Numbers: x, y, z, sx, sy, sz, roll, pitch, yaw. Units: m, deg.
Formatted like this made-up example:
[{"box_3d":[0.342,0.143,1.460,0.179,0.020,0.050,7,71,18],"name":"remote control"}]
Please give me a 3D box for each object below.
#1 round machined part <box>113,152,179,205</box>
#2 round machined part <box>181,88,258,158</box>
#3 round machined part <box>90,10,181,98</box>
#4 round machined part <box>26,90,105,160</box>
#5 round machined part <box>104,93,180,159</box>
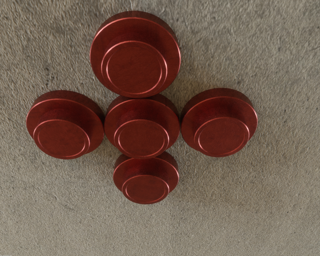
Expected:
[{"box_3d":[-0.021,0.078,0.463,0.099,0.042,0.097,-1,130,0],"name":"round machined part"},{"box_3d":[0.076,0.000,0.399,0.099,0.042,0.097,-1,130,0],"name":"round machined part"},{"box_3d":[-0.027,-0.072,0.336,0.099,0.042,0.097,-1,130,0],"name":"round machined part"},{"box_3d":[-0.122,0.003,0.398,0.099,0.042,0.097,-1,130,0],"name":"round machined part"},{"box_3d":[-0.023,0.003,0.400,0.099,0.042,0.097,-1,130,0],"name":"round machined part"}]
